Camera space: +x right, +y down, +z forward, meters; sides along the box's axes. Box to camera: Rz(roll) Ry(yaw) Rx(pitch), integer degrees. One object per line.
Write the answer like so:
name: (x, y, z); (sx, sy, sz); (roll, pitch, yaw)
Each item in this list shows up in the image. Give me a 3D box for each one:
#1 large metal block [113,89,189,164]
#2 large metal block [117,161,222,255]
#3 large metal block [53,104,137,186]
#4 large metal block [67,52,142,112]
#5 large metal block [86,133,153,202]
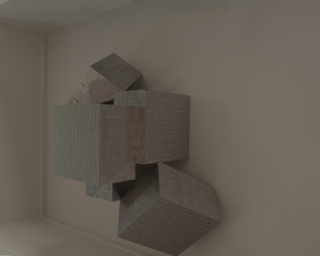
large metal block: (-0.009, -0.002, 0.375); (0.050, 0.081, 0.080); (1, 91, 40)
large metal block: (0.009, 0.094, 0.352); (0.080, 0.080, 0.050); (-49, 26, 29)
large metal block: (-0.073, 0.015, 0.344); (0.080, 0.050, 0.079); (2, 92, 40)
large metal block: (-0.077, -0.048, 0.423); (0.050, 0.080, 0.080); (37, 118, -5)
large metal block: (-0.049, 0.047, 0.410); (0.050, 0.081, 0.080); (1, 91, 40)
